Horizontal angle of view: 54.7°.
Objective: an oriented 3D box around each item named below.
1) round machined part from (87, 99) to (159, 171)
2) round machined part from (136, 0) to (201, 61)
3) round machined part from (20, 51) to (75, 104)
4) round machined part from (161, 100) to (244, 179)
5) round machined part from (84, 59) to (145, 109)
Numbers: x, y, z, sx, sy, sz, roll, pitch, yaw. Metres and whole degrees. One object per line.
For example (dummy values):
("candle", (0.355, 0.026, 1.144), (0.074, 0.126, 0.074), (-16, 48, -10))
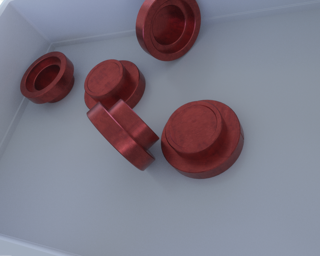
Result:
("round machined part", (-0.039, 0.002, 0.376), (0.042, 0.098, 0.098), (-44, 51, -2))
("round machined part", (0.008, -0.150, 0.446), (0.098, 0.098, 0.042), (-46, 46, -4))
("round machined part", (-0.191, -0.083, 0.543), (0.098, 0.042, 0.098), (-13, 56, 20))
("round machined part", (0.046, 0.007, 0.366), (0.098, 0.042, 0.098), (-13, 56, 20))
("round machined part", (-0.075, -0.066, 0.473), (0.098, 0.042, 0.098), (-13, 56, 20))
